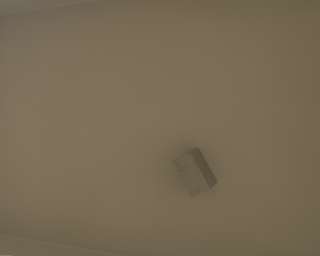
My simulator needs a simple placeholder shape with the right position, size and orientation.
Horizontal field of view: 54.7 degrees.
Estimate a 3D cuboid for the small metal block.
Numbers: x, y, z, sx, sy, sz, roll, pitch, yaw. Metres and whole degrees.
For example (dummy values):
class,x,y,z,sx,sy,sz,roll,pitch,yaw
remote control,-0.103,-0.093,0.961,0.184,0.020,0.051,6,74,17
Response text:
class,x,y,z,sx,sy,sz,roll,pitch,yaw
small metal block,0.044,0.054,0.381,0.025,0.050,0.050,-31,80,17
